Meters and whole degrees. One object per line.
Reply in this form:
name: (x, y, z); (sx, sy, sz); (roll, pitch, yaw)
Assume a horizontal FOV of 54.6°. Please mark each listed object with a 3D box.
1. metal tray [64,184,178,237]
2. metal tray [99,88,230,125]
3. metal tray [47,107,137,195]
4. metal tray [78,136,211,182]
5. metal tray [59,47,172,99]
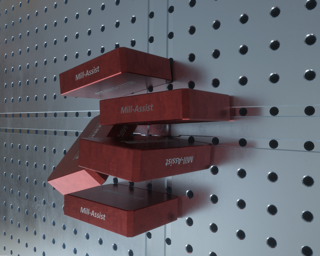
metal tray: (-0.053, 0.103, 0.412); (0.130, 0.091, 0.030); (2, 92, 40)
metal tray: (0.004, -0.021, 0.364); (0.130, 0.091, 0.030); (-3, 88, 40)
metal tray: (-0.085, 0.025, 0.422); (0.090, 0.130, 0.030); (-21, 120, 38)
metal tray: (-0.013, 0.030, 0.353); (0.090, 0.131, 0.030); (8, 95, 40)
metal tray: (-0.061, -0.068, 0.418); (0.130, 0.091, 0.030); (-10, 84, 39)
